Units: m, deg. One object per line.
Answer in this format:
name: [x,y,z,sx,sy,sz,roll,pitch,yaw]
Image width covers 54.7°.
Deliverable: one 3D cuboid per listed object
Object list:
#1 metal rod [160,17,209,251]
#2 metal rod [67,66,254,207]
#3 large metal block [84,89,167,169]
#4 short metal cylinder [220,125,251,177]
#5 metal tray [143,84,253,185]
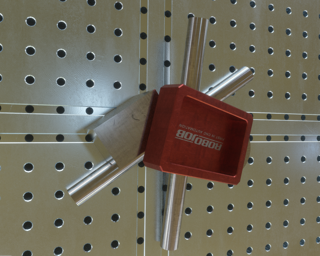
metal rod: [0.030,0.013,0.401,0.025,0.025,0.298,4,98,-20]
metal rod: [0.012,0.002,0.419,0.301,0.025,0.025,-35,102,-17]
large metal block: [-0.038,0.000,0.370,0.080,0.080,0.050,-36,102,-17]
short metal cylinder: [0.076,0.026,0.428,0.081,0.050,0.079,0,90,-21]
metal tray: [0.049,0.012,0.354,0.131,0.030,0.090,17,84,-38]
